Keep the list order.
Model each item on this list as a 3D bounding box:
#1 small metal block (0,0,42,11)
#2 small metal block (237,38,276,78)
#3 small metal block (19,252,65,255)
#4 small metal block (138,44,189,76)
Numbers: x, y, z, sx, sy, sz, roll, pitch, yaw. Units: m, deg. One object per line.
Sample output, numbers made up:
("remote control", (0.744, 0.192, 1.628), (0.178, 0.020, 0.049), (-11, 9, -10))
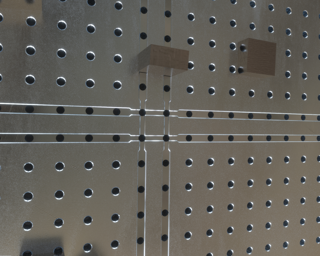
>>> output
("small metal block", (-0.158, -0.152, 0.341), (0.050, 0.050, 0.025), (-4, 92, -20))
("small metal block", (0.146, -0.105, 0.468), (0.050, 0.025, 0.050), (4, 89, -20))
("small metal block", (-0.134, 0.164, 0.350), (0.050, 0.050, 0.025), (3, 89, -20))
("small metal block", (0.003, -0.086, 0.401), (0.050, 0.050, 0.025), (5, 89, -20))
